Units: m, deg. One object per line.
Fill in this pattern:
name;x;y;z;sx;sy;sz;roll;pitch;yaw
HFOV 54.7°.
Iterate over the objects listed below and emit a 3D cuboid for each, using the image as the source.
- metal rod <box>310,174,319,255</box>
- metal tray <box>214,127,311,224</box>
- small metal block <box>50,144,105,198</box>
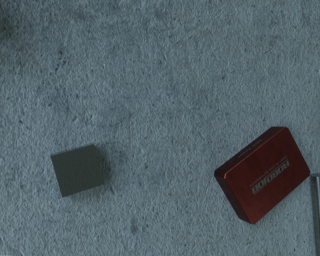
metal rod;0.272;0.225;0.510;0.025;0.025;0.298;-6;92;-20
metal tray;0.155;0.068;0.464;0.131;0.030;0.090;-34;101;-17
small metal block;-0.099;0.049;0.373;0.050;0.025;0.050;-16;96;-20
